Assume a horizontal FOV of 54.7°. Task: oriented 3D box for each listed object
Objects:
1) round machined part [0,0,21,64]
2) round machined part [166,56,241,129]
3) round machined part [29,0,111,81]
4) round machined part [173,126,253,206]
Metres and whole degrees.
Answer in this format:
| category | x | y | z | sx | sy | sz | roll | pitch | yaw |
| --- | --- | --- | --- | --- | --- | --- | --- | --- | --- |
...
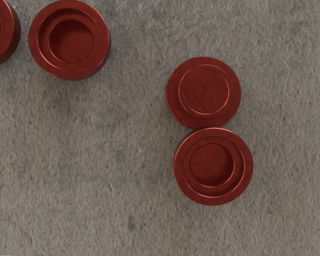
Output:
| category | x | y | z | sx | sy | sz | roll | pitch | yaw |
| --- | --- | --- | --- | --- | --- | --- | --- | --- | --- |
| round machined part | -0.228 | -0.125 | 0.398 | 0.099 | 0.042 | 0.097 | 0 | 90 | -1 |
| round machined part | 0.057 | -0.045 | 0.402 | 0.099 | 0.042 | 0.097 | 0 | 90 | -1 |
| round machined part | -0.112 | -0.109 | 0.400 | 0.099 | 0.042 | 0.097 | 0 | 90 | -1 |
| round machined part | 0.065 | 0.046 | 0.400 | 0.099 | 0.042 | 0.097 | 0 | 95 | -1 |
